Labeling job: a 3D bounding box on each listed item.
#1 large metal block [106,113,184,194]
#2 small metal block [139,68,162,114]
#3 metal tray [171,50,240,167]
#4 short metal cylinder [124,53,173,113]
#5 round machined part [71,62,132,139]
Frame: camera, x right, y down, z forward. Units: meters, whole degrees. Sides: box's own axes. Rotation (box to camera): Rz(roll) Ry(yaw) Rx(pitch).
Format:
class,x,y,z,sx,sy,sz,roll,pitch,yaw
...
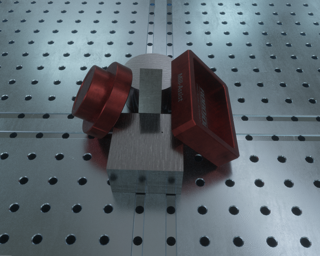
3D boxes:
class,x,y,z,sx,sy,sz,roll,pitch,yaw
large metal block,-0.014,0.029,0.366,0.080,0.050,0.080,2,50,1
small metal block,-0.012,-0.043,0.372,0.025,0.050,0.050,2,92,-2
metal tray,0.055,-0.027,0.390,0.030,0.090,0.130,-30,40,32
short metal cylinder,-0.011,-0.062,0.442,0.080,0.050,0.080,0,50,0
round machined part,-0.077,-0.039,0.387,0.042,0.098,0.098,24,45,-24
